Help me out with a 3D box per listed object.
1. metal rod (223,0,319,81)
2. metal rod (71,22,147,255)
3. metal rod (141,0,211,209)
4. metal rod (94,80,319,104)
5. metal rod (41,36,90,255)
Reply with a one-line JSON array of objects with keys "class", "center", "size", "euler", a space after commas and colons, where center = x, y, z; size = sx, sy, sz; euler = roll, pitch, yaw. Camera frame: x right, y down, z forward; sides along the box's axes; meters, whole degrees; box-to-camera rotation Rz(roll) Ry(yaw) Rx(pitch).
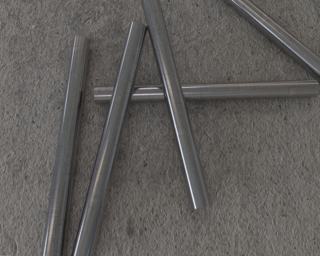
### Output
[{"class": "metal rod", "center": [0.167, -0.148, 0.463], "size": [0.025, 0.025, 0.300], "euler": [-40, 75, -13]}, {"class": "metal rod", "center": [-0.059, 0.006, 0.385], "size": [0.025, 0.025, 0.299], "euler": [11, 77, 4]}, {"class": "metal rod", "center": [0.016, -0.048, 0.399], "size": [0.025, 0.025, 0.299], "euler": [-12, 80, -5]}, {"class": "metal rod", "center": [0.063, -0.050, 0.426], "size": [0.302, 0.025, 0.025], "euler": [-2, 70, -1]}, {"class": "metal rod", "center": [-0.119, 0.013, 0.402], "size": [0.025, 0.025, 0.299], "euler": [2, 70, 0]}]
